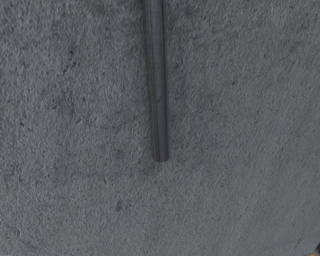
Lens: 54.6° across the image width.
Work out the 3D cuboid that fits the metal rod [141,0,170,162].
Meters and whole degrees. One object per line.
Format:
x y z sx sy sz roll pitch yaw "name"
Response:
-0.004 -0.085 0.350 0.025 0.025 0.298 -16 125 -19 "metal rod"
